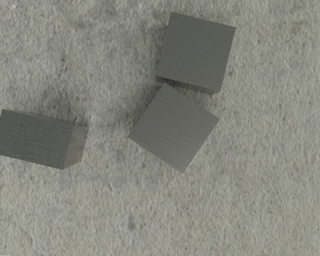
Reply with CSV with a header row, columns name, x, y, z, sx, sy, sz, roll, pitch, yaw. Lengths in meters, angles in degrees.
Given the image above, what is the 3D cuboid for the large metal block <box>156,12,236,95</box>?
name,x,y,z,sx,sy,sz,roll,pitch,yaw
large metal block,0.043,-0.092,0.398,0.080,0.050,0.080,13,90,-1

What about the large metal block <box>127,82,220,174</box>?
name,x,y,z,sx,sy,sz,roll,pitch,yaw
large metal block,0.016,0.000,0.398,0.080,0.050,0.080,34,90,-1

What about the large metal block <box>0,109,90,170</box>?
name,x,y,z,sx,sy,sz,roll,pitch,yaw
large metal block,-0.141,0.012,0.381,0.080,0.080,0.050,14,90,-1
